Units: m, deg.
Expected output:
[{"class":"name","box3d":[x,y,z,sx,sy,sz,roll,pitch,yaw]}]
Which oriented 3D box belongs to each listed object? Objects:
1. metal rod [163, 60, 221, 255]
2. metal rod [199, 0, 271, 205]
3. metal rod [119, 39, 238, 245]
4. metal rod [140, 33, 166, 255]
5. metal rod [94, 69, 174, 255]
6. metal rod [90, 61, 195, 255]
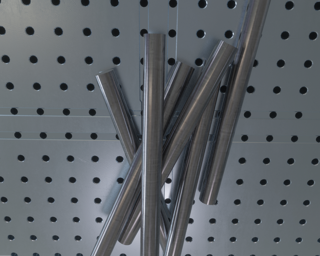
[{"class":"metal rod","box3d":[0.042,0.059,0.421,0.025,0.025,0.298,10,105,-4]},{"class":"metal rod","box3d":[0.094,-0.033,0.401,0.025,0.025,0.298,9,110,-3]},{"class":"metal rod","box3d":[0.013,0.031,0.396,0.025,0.025,0.298,24,108,-9]},{"class":"metal rod","box3d":[-0.010,0.041,0.378,0.025,0.025,0.298,1,102,-1]},{"class":"metal rod","box3d":[-0.025,0.064,0.436,0.025,0.025,0.299,-16,109,6]},{"class":"metal rod","box3d":[-0.029,0.057,0.405,0.025,0.025,0.299,23,98,-8]}]
